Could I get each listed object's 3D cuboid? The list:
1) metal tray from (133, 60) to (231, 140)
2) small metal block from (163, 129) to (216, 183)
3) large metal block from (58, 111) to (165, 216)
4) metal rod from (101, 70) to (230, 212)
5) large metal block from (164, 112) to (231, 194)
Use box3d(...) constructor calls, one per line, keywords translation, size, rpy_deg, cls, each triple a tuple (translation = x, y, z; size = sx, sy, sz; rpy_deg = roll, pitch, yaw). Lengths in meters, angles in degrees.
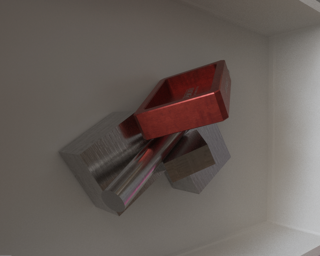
box3d(translation=(0.032, -0.037, 0.356), size=(0.130, 0.090, 0.030), rpy_deg=(-62, 134, -62), cls="metal tray")
box3d(translation=(0.029, 0.030, 0.351), size=(0.050, 0.050, 0.025), rpy_deg=(-24, 109, 1), cls="small metal block")
box3d(translation=(-0.049, 0.036, 0.346), size=(0.080, 0.050, 0.080), rpy_deg=(-41, 115, -32), cls="large metal block")
box3d(translation=(0.029, -0.011, 0.383), size=(0.301, 0.025, 0.025), rpy_deg=(-47, 119, -47), cls="metal rod")
box3d(translation=(0.043, 0.031, 0.427), size=(0.080, 0.050, 0.080), rpy_deg=(-41, 115, -32), cls="large metal block")
